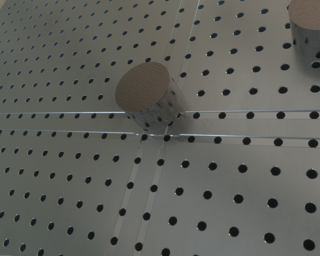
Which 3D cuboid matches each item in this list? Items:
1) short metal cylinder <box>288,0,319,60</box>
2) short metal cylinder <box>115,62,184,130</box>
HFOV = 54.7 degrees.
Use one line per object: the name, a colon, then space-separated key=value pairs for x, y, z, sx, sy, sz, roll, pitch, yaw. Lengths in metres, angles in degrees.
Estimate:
short metal cylinder: x=0.198 y=-0.129 z=0.367 sx=0.080 sy=0.050 sz=0.080 roll=-13 pitch=56 yaw=21
short metal cylinder: x=-0.014 y=-0.044 z=0.426 sx=0.080 sy=0.050 sz=0.080 roll=-13 pitch=56 yaw=21
